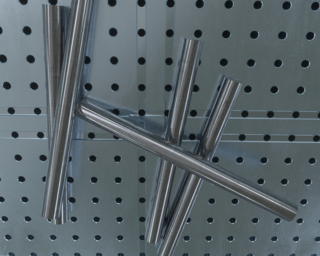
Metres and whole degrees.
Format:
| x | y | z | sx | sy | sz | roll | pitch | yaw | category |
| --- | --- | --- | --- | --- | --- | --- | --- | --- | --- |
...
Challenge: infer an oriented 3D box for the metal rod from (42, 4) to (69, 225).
| x | y | z | sx | sy | sz | roll | pitch | yaw | category |
| --- | --- | --- | --- | --- | --- | --- | --- | --- | --- |
| -0.136 | -0.003 | 0.410 | 0.025 | 0.025 | 0.298 | 4 | 110 | -2 | metal rod |

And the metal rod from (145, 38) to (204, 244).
| x | y | z | sx | sy | sz | roll | pitch | yaw | category |
| --- | --- | --- | --- | --- | --- | --- | --- | --- | --- |
| 0.015 | 0.031 | 0.425 | 0.025 | 0.025 | 0.298 | 9 | 110 | -4 | metal rod |

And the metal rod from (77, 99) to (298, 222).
| x | y | z | sx | sy | sz | roll | pitch | yaw | category |
| --- | --- | --- | --- | --- | --- | --- | --- | --- | --- |
| 0.031 | 0.040 | 0.396 | 0.301 | 0.025 | 0.025 | 26 | 108 | 3 | metal rod |

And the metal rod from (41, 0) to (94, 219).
| x | y | z | sx | sy | sz | roll | pitch | yaw | category |
| --- | --- | --- | --- | --- | --- | --- | --- | --- | --- |
| -0.115 | -0.027 | 0.382 | 0.025 | 0.025 | 0.298 | 11 | 102 | -5 | metal rod |

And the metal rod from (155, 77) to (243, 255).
| x | y | z | sx | sy | sz | roll | pitch | yaw | category |
| --- | --- | --- | --- | --- | --- | --- | --- | --- | --- |
| 0.049 | 0.073 | 0.440 | 0.025 | 0.025 | 0.298 | 16 | 109 | -6 | metal rod |
